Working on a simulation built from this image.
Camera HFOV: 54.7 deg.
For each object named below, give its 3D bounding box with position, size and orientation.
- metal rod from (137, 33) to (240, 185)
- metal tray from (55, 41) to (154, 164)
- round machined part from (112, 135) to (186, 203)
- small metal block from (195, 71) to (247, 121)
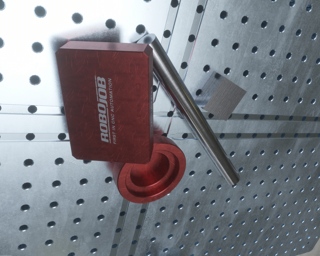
[{"bbox_3d":[0.055,-0.005,0.437,0.025,0.025,0.300,-39,129,-2],"label":"metal rod"},{"bbox_3d":[-0.054,-0.024,0.334,0.090,0.030,0.129,3,120,5],"label":"metal tray"},{"bbox_3d":[-0.017,0.051,0.422,0.099,0.042,0.097,-14,124,-21],"label":"round machined part"},{"bbox_3d":[0.083,-0.044,0.430,0.050,0.025,0.050,23,106,-37],"label":"small metal block"}]
